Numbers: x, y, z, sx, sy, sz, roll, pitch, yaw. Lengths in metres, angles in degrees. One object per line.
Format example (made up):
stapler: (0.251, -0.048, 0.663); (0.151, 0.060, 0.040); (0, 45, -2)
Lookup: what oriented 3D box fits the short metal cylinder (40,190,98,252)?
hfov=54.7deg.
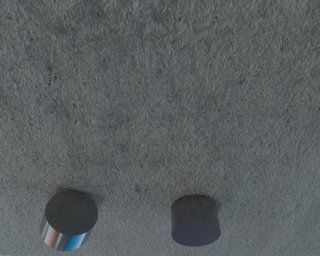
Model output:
short metal cylinder: (-0.145, 0.147, 0.495); (0.081, 0.080, 0.050); (17, 128, -14)

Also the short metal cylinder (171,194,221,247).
short metal cylinder: (0.059, 0.158, 0.525); (0.081, 0.050, 0.079); (0, 130, 0)
